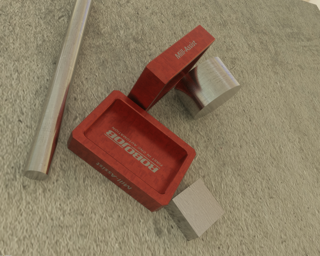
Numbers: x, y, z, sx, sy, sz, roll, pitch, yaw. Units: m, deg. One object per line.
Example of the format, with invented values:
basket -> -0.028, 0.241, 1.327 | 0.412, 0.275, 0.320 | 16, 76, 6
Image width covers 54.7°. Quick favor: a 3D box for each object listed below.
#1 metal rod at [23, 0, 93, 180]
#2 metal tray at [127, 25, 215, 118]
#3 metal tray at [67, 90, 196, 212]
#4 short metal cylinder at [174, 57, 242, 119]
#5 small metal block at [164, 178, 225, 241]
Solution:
metal rod -> -0.118, -0.079, 0.389 | 0.025, 0.025, 0.300 | 16, 55, -20
metal tray -> 0.013, -0.076, 0.417 | 0.030, 0.090, 0.131 | 43, 51, 1
metal tray -> -0.030, 0.025, 0.370 | 0.130, 0.030, 0.090 | 38, 51, -3
short metal cylinder -> 0.068, -0.056, 0.441 | 0.081, 0.080, 0.050 | -25, 76, -37
small metal block -> 0.041, 0.096, 0.368 | 0.050, 0.025, 0.050 | -28, 78, -38
